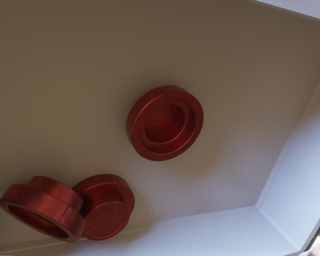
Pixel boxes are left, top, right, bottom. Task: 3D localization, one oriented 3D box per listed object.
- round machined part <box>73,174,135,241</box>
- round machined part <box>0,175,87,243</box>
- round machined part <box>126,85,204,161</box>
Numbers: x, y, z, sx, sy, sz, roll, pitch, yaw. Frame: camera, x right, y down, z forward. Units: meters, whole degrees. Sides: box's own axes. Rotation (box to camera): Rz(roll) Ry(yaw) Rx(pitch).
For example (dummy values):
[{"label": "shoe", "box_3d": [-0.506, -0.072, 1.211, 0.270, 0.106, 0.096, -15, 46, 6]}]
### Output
[{"label": "round machined part", "box_3d": [-0.080, 0.115, 0.427, 0.099, 0.042, 0.097, -14, 125, -21]}, {"label": "round machined part", "box_3d": [-0.130, 0.091, 0.361, 0.098, 0.098, 0.042, 59, 43, -39]}, {"label": "round machined part", "box_3d": [0.003, -0.009, 0.395, 0.099, 0.042, 0.097, -14, 125, -21]}]
